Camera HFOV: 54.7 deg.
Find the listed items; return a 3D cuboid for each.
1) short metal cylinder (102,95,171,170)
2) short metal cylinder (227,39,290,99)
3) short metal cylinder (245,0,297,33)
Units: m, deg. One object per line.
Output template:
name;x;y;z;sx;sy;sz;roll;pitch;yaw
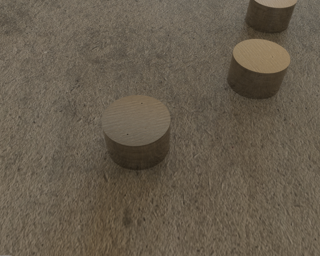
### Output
short metal cylinder;-0.028;0.005;0.382;0.080;0.050;0.080;0;50;0
short metal cylinder;0.145;-0.088;0.462;0.080;0.050;0.080;0;50;0
short metal cylinder;0.204;-0.219;0.573;0.080;0.050;0.080;0;50;0
